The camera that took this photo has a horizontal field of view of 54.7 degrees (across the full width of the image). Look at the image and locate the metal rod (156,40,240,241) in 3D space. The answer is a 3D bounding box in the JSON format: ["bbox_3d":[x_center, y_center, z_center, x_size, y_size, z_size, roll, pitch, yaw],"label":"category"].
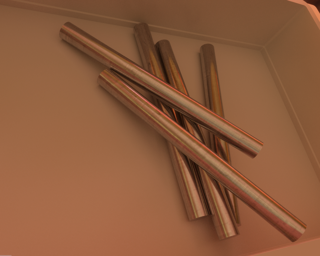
[{"bbox_3d":[0.042,-0.003,0.421,0.025,0.025,0.299,0,59,-29],"label":"metal rod"}]

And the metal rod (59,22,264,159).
[{"bbox_3d":[-0.002,-0.052,0.407,0.301,0.025,0.025,33,51,5],"label":"metal rod"}]

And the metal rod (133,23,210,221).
[{"bbox_3d":[0.008,-0.025,0.426,0.025,0.025,0.299,-2,63,-30],"label":"metal rod"}]

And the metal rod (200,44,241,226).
[{"bbox_3d":[0.084,-0.008,0.457,0.025,0.025,0.299,13,56,-22],"label":"metal rod"}]

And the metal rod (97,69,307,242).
[{"bbox_3d":[0.039,0.024,0.375,0.300,0.025,0.025,39,50,13],"label":"metal rod"}]
